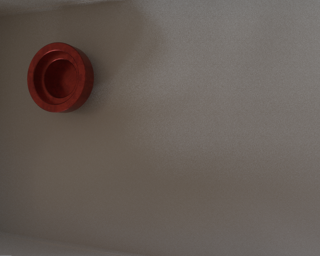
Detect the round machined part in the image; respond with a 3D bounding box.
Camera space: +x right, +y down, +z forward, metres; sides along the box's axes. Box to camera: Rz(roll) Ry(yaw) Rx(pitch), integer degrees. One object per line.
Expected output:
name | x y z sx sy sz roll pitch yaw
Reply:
round machined part | -0.138 -0.070 0.449 0.098 0.042 0.097 0 90 19
